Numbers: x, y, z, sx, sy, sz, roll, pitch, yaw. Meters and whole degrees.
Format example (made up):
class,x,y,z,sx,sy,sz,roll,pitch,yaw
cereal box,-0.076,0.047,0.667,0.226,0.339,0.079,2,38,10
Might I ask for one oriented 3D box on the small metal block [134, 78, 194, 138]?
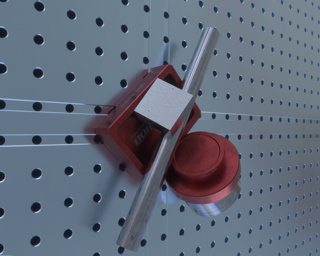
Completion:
class,x,y,z,sx,sy,sz,roll,pitch,yaw
small metal block,0.006,-0.024,0.371,0.050,0.050,0.025,-56,161,-14

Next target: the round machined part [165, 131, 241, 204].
class,x,y,z,sx,sy,sz,roll,pitch,yaw
round machined part,0.051,0.043,0.393,0.098,0.098,0.042,-54,144,-27

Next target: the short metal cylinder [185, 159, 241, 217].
class,x,y,z,sx,sy,sz,roll,pitch,yaw
short metal cylinder,0.064,0.074,0.428,0.080,0.080,0.050,-51,121,-28

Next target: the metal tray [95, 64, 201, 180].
class,x,y,z,sx,sy,sz,roll,pitch,yaw
metal tray,-0.009,-0.009,0.399,0.130,0.030,0.090,-51,120,-28

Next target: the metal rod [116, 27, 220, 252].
class,x,y,z,sx,sy,sz,roll,pitch,yaw
metal rod,0.017,0.000,0.386,0.025,0.025,0.300,35,68,-35
